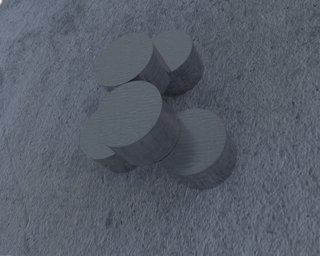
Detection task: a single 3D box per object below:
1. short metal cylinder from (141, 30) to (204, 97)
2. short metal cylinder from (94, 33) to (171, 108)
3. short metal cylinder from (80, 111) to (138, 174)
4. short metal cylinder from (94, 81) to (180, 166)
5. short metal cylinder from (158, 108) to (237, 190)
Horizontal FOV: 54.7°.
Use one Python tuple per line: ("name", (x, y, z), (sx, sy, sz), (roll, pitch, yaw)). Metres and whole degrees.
("short metal cylinder", (0.016, -0.091, 0.437), (0.080, 0.050, 0.080), (-13, 56, 21))
("short metal cylinder", (-0.034, -0.070, 0.385), (0.080, 0.050, 0.080), (-13, 56, 21))
("short metal cylinder", (-0.057, 0.014, 0.411), (0.080, 0.050, 0.080), (-13, 56, 21))
("short metal cylinder", (-0.024, -0.005, 0.340), (0.080, 0.050, 0.080), (-13, 56, 20))
("short metal cylinder", (0.042, 0.024, 0.352), (0.080, 0.050, 0.080), (-13, 56, 21))
